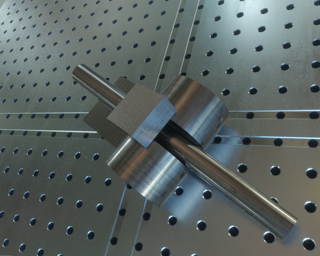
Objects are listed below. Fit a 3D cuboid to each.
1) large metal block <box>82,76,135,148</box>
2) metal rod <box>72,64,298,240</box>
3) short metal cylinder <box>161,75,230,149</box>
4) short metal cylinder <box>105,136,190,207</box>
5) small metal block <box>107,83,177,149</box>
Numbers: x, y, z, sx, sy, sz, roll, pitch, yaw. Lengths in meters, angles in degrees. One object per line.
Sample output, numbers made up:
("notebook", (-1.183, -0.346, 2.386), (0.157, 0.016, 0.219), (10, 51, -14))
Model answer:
("large metal block", (-0.042, -0.012, 0.414), (0.080, 0.050, 0.080), (33, 80, 38))
("metal rod", (0.008, 0.011, 0.342), (0.300, 0.025, 0.025), (37, 82, 23))
("short metal cylinder", (0.033, -0.016, 0.362), (0.080, 0.080, 0.050), (31, 79, 38))
("short metal cylinder", (-0.014, 0.044, 0.349), (0.080, 0.080, 0.050), (34, 81, 38))
("small metal block", (-0.020, -0.014, 0.321), (0.050, 0.025, 0.050), (-51, 43, -8))
